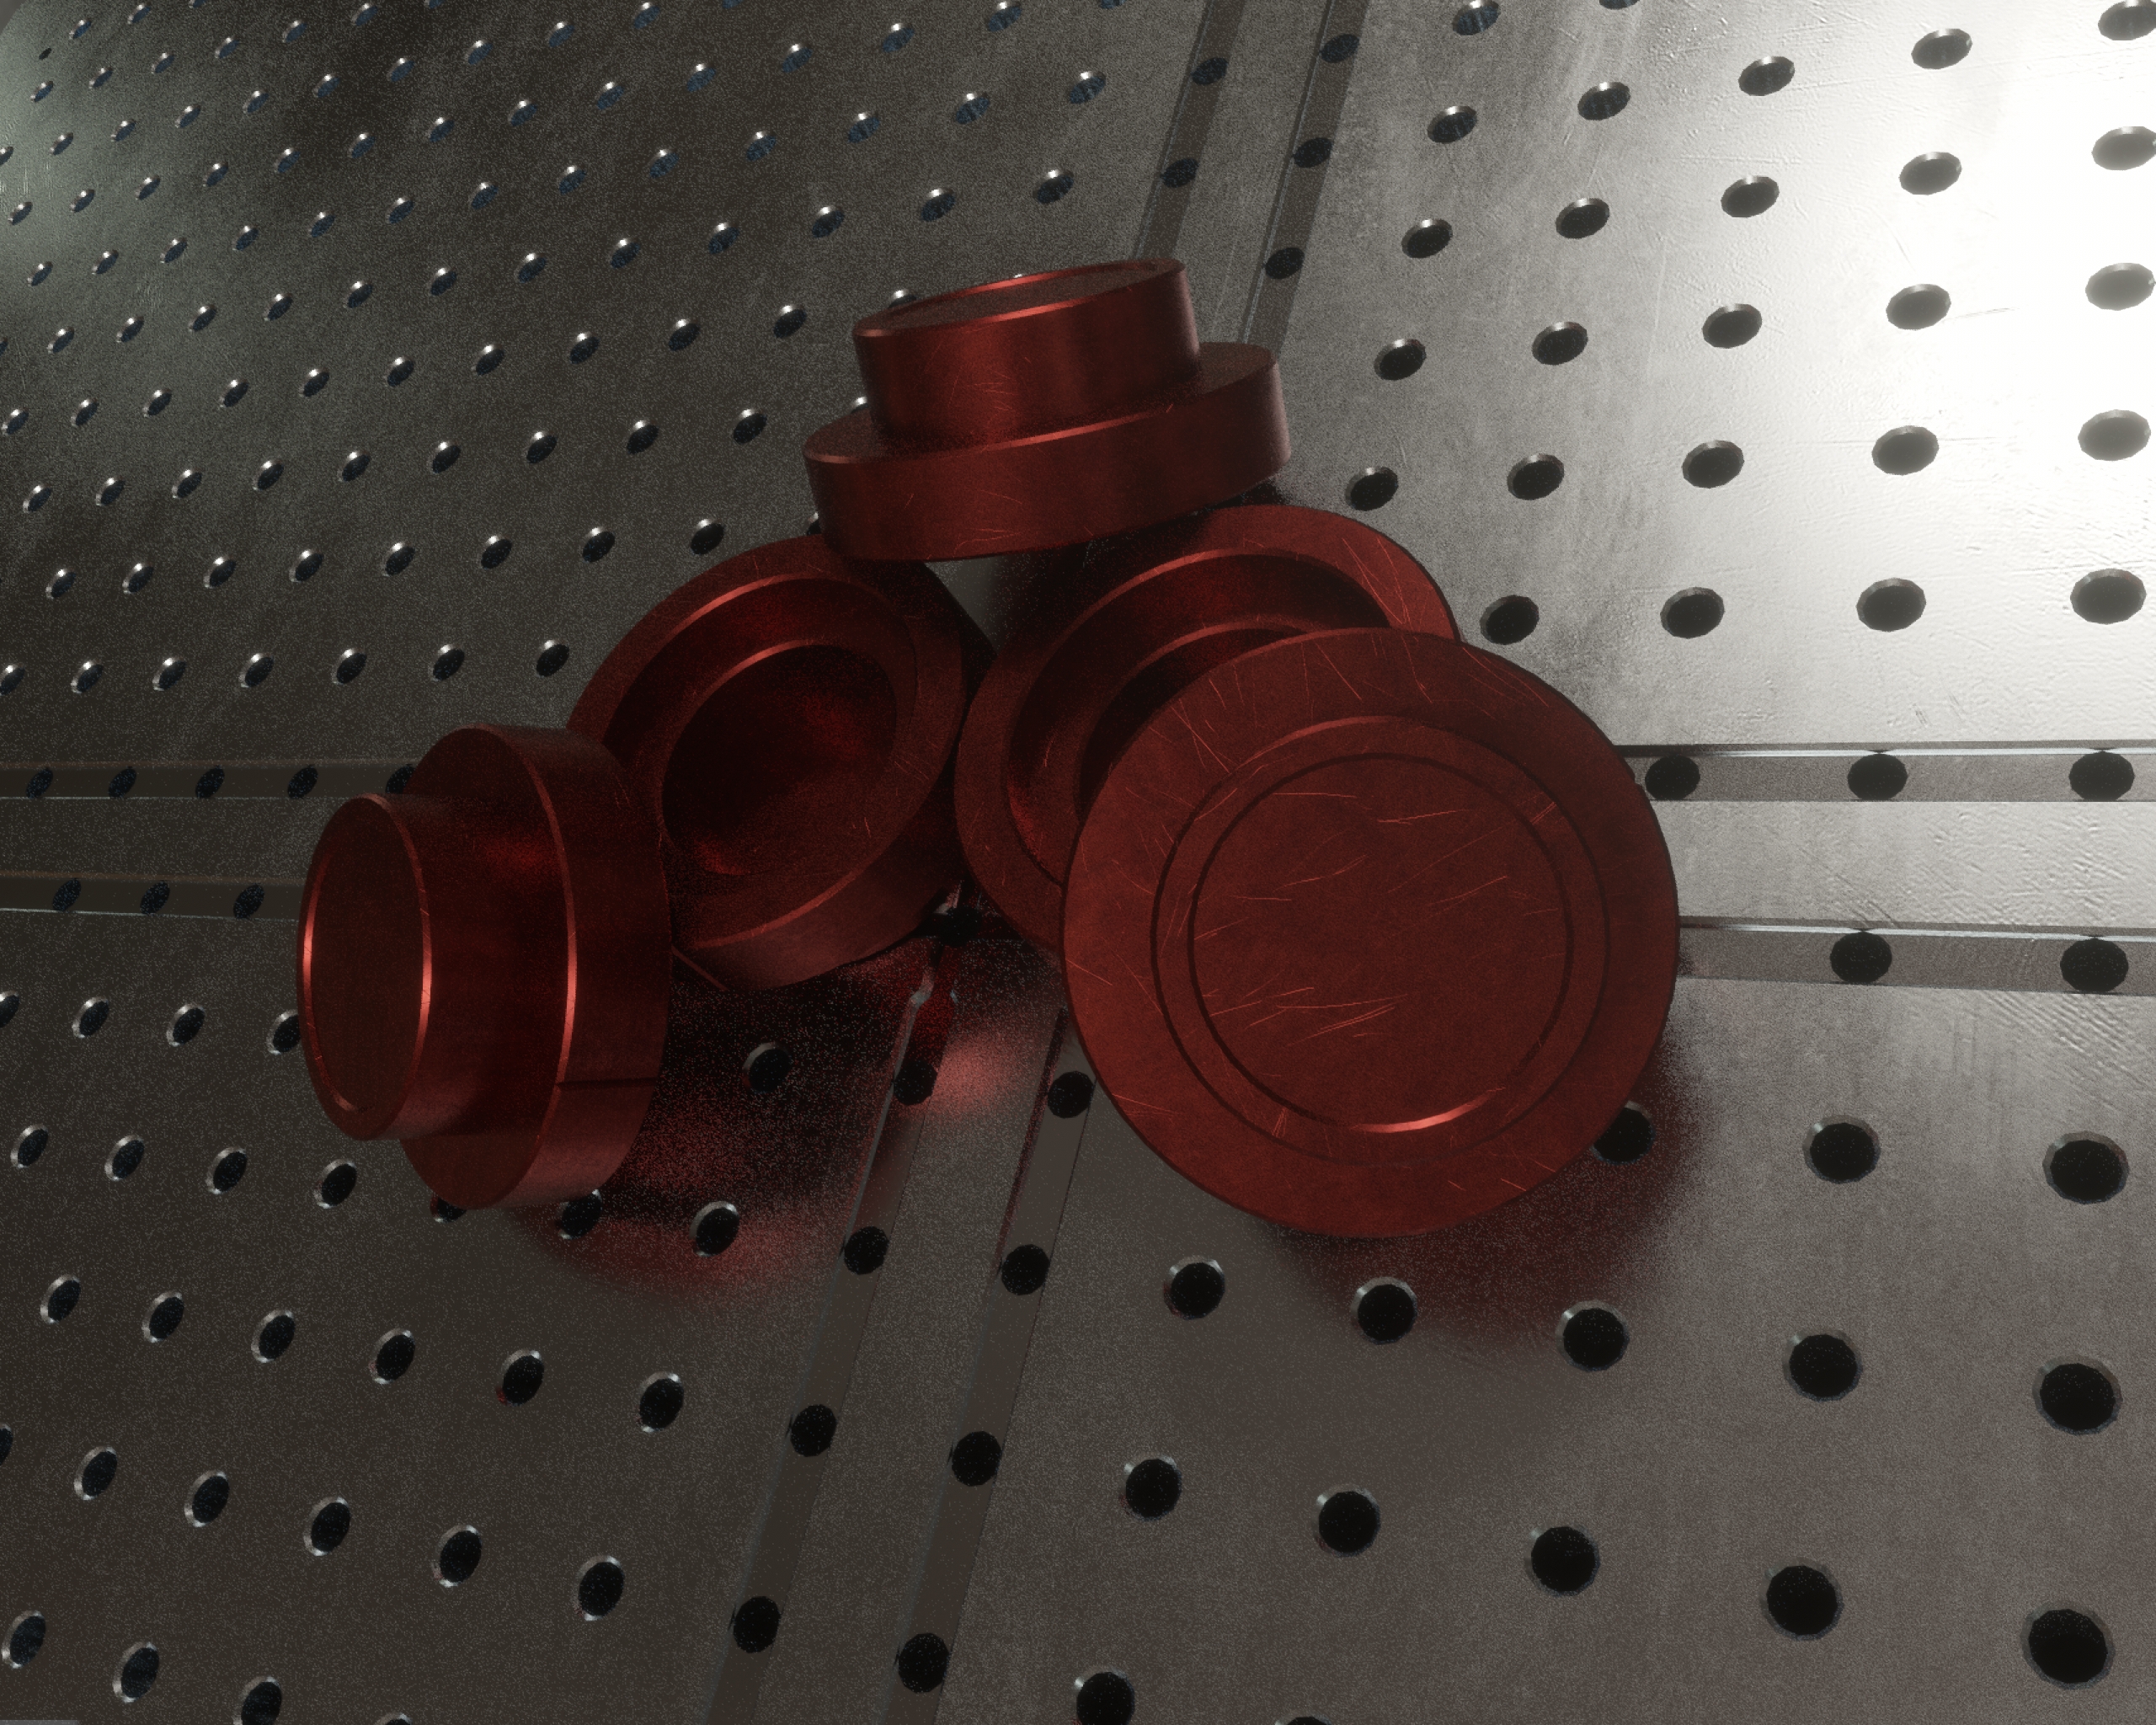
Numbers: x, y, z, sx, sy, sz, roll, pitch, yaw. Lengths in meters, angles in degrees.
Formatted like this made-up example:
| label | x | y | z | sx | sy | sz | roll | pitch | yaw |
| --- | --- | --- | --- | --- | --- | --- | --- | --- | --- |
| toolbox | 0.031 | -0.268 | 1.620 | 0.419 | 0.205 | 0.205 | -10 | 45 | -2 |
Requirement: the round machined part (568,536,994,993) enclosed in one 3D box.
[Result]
| label | x | y | z | sx | sy | sz | roll | pitch | yaw |
| --- | --- | --- | --- | --- | --- | --- | --- | --- | --- |
| round machined part | -0.058 | -0.017 | 0.435 | 0.098 | 0.042 | 0.098 | -13 | 56 | 20 |

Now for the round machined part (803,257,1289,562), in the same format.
| label | x | y | z | sx | sy | sz | roll | pitch | yaw |
| --- | --- | --- | --- | --- | --- | --- | --- | --- | --- |
| round machined part | -0.008 | -0.096 | 0.426 | 0.099 | 0.042 | 0.098 | -10 | 21 | 4 |

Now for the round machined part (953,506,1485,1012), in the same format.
| label | x | y | z | sx | sy | sz | roll | pitch | yaw |
| --- | --- | --- | --- | --- | --- | --- | --- | --- | --- |
| round machined part | 0.030 | -0.015 | 0.390 | 0.098 | 0.042 | 0.098 | -13 | 56 | 20 |

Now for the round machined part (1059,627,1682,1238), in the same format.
| label | x | y | z | sx | sy | sz | roll | pitch | yaw |
| --- | --- | --- | --- | --- | --- | --- | --- | --- | --- |
| round machined part | 0.046 | 0.011 | 0.331 | 0.099 | 0.042 | 0.097 | 0 | 91 | 3 |

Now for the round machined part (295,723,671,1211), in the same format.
| label | x | y | z | sx | sy | sz | roll | pitch | yaw |
| --- | --- | --- | --- | --- | --- | --- | --- | --- | --- |
| round machined part | -0.124 | 0.021 | 0.418 | 0.098 | 0.042 | 0.097 | -3 | 86 | 50 |
